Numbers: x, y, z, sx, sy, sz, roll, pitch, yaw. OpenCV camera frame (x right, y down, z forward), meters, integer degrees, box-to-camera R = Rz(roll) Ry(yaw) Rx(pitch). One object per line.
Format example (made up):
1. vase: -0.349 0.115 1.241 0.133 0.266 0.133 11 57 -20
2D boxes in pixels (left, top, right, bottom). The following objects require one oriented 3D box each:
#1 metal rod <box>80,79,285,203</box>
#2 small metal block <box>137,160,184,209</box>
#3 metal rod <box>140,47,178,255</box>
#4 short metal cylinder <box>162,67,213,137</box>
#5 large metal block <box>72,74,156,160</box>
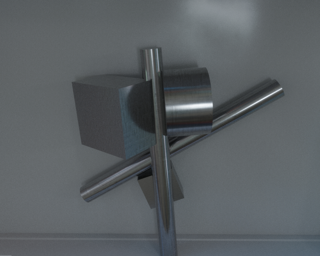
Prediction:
1. metal rod: 0.022 0.022 0.417 0.300 0.025 0.025 -30 108 10
2. small metal block: 0.002 0.081 0.439 0.050 0.025 0.050 -20 109 7
3. metal rod: 0.001 0.050 0.400 0.025 0.025 0.298 -5 109 1
4. short metal cylinder: 0.030 -0.031 0.369 0.050 0.080 0.079 -5 110 0
5. large metal block: -0.054 -0.017 0.369 0.080 0.050 0.079 13 116 38
